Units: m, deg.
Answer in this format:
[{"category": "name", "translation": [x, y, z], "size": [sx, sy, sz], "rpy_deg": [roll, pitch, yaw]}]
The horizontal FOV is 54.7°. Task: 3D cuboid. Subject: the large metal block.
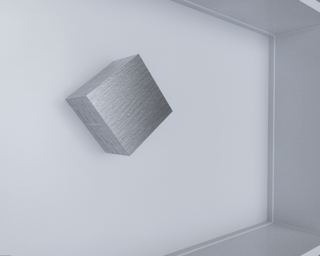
[{"category": "large metal block", "translation": [-0.044, -0.026, 0.355], "size": [0.080, 0.050, 0.080], "rpy_deg": [-47, 118, -30]}]
